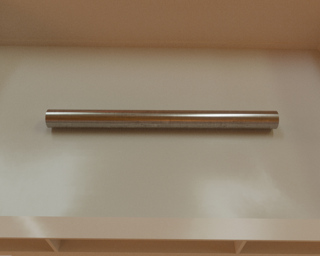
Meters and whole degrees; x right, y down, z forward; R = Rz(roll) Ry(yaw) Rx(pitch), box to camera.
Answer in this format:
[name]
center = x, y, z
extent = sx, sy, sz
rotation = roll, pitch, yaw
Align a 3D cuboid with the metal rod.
[metal rod]
center = 0.003, -0.012, 0.412
extent = 0.302, 0.025, 0.025
rotation = 0, 50, 0
